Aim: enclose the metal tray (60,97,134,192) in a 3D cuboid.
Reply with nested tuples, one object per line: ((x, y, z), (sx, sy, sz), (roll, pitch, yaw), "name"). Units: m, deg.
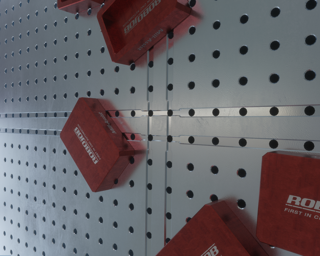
((-0.105, 0.024, 0.494), (0.130, 0.030, 0.090), (51, 120, 28), "metal tray")

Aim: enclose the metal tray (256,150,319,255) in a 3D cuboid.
((0.157, 0.073, 0.277), (0.130, 0.030, 0.090), (6, 94, 40), "metal tray")

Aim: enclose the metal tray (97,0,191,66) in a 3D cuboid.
((-0.028, -0.159, 0.430), (0.130, 0.030, 0.090), (-32, 70, 35), "metal tray")

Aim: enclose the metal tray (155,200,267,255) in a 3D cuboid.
((0.053, 0.160, 0.363), (0.090, 0.030, 0.129), (51, 120, 28), "metal tray")

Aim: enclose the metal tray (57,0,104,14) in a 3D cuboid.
((-0.132, -0.267, 0.516), (0.090, 0.030, 0.129), (4, 92, 40), "metal tray")
